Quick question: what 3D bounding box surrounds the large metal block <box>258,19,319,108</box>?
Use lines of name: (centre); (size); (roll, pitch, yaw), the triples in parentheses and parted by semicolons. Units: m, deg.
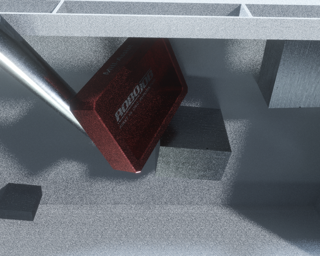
large metal block: (0.159, -0.069, 0.336); (0.081, 0.050, 0.079); (-1, 130, 0)

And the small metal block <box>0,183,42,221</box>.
small metal block: (-0.220, 0.116, 0.489); (0.050, 0.050, 0.025); (7, 130, -6)

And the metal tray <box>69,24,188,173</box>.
metal tray: (-0.022, -0.032, 0.313); (0.030, 0.130, 0.090); (3, 137, 34)

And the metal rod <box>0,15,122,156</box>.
metal rod: (-0.073, -0.005, 0.321); (0.025, 0.025, 0.300); (-12, 155, 9)

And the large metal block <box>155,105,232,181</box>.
large metal block: (0.037, 0.016, 0.388); (0.081, 0.080, 0.050); (5, 130, -5)
